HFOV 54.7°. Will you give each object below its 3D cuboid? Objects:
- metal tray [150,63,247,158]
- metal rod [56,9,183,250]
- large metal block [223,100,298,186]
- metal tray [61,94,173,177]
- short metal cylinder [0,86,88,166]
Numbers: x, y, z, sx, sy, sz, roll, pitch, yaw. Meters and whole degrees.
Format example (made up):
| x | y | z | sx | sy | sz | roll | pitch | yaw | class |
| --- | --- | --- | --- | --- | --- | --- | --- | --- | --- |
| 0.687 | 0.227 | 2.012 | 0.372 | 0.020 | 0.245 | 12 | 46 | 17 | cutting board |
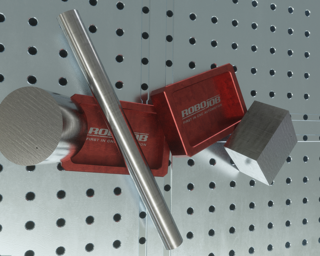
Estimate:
| x | y | z | sx | sy | sz | roll | pitch | yaw | class |
| --- | --- | --- | --- | --- | --- | --- | --- | --- | --- |
| 0.058 | -0.026 | 0.411 | 0.131 | 0.030 | 0.090 | -25 | 99 | -35 | metal tray |
| -0.043 | 0.010 | 0.365 | 0.025 | 0.025 | 0.299 | -27 | 99 | -18 | metal rod |
| 0.143 | 0.022 | 0.433 | 0.080 | 0.050 | 0.080 | -53 | 137 | -12 | large metal block |
| -0.052 | 0.011 | 0.390 | 0.131 | 0.030 | 0.089 | 7 | 88 | -20 | metal tray |
| -0.126 | -0.001 | 0.333 | 0.080 | 0.050 | 0.080 | -1 | 86 | 15 | short metal cylinder |
